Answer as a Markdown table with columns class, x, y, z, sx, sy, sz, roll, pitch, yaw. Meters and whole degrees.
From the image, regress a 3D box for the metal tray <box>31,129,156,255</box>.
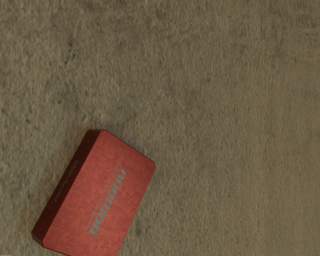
| class | x | y | z | sx | sy | sz | roll | pitch | yaw |
| --- | --- | --- | --- | --- | --- | --- | --- | --- | --- |
| metal tray | -0.068 | 0.077 | 0.347 | 0.090 | 0.030 | 0.130 | 38 | 67 | -34 |
